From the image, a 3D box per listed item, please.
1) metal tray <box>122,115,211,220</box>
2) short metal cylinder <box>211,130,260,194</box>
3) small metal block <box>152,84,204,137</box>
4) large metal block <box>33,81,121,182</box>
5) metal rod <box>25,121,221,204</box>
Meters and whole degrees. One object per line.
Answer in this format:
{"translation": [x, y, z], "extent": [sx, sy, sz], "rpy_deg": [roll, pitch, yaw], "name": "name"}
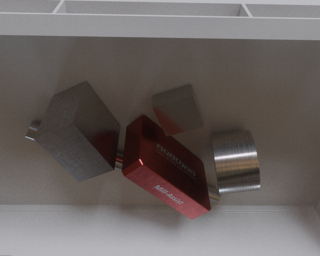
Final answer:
{"translation": [0.011, 0.052, 0.408], "extent": [0.030, 0.090, 0.130], "rpy_deg": [-36, 122, 26], "name": "metal tray"}
{"translation": [0.098, 0.045, 0.411], "extent": [0.050, 0.080, 0.080], "rpy_deg": [-8, 130, 8], "name": "short metal cylinder"}
{"translation": [0.023, -0.021, 0.388], "extent": [0.050, 0.025, 0.050], "rpy_deg": [-16, 129, 12], "name": "small metal block"}
{"translation": [-0.093, 0.004, 0.373], "extent": [0.050, 0.080, 0.080], "rpy_deg": [-21, 127, 16], "name": "large metal block"}
{"translation": [-0.040, 0.056, 0.455], "extent": [0.302, 0.025, 0.025], "rpy_deg": [22, 126, -19], "name": "metal rod"}
